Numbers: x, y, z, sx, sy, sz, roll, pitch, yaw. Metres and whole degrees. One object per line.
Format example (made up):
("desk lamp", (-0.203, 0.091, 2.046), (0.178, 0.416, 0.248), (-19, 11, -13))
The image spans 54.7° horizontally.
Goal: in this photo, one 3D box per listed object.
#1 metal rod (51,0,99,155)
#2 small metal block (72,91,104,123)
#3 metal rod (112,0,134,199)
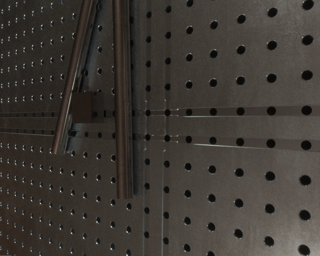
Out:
("metal rod", (-0.143, -0.096, 0.523), (0.025, 0.025, 0.298), (26, 106, 37))
("small metal block", (-0.117, -0.033, 0.504), (0.050, 0.025, 0.050), (0, 90, 39))
("metal rod", (-0.054, -0.048, 0.451), (0.025, 0.025, 0.298), (-2, 88, 39))
